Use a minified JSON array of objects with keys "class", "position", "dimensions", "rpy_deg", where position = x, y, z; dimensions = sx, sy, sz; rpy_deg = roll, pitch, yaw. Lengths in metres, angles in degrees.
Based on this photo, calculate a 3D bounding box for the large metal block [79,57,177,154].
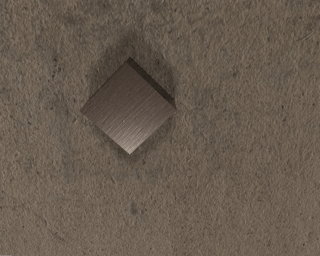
[{"class":"large metal block","position":[-0.037,-0.029,0.385],"dimensions":[0.080,0.050,0.080],"rpy_deg":[-43,105,14]}]
